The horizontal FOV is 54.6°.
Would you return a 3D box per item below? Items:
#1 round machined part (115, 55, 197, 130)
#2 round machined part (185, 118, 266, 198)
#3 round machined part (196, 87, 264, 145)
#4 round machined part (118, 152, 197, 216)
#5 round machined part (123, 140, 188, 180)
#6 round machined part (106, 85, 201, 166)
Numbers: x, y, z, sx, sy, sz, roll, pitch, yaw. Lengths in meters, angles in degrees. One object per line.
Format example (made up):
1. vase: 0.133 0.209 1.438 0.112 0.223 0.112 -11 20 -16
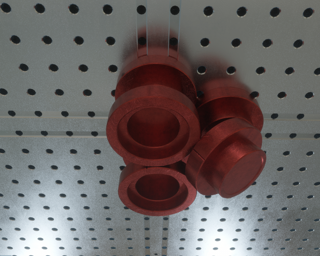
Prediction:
1. round machined part: -0.005 -0.034 0.372 0.099 0.042 0.097 0 130 0
2. round machined part: 0.081 0.041 0.352 0.099 0.042 0.097 -22 134 -24
3. round machined part: 0.084 -0.001 0.401 0.099 0.042 0.097 0 130 0
4. round machined part: -0.003 0.069 0.403 0.099 0.042 0.097 0 130 0
5. round machined part: -0.004 0.041 0.436 0.099 0.042 0.097 0 130 0
6. round machined part: -0.007 -0.006 0.339 0.099 0.042 0.097 0 130 0
